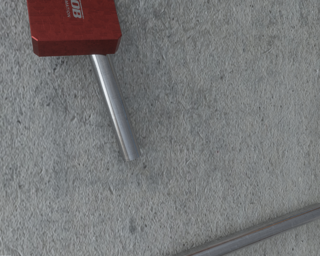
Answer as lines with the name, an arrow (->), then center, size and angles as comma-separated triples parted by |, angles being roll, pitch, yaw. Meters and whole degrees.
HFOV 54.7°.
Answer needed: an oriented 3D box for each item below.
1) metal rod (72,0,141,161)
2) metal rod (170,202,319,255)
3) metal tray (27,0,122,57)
metal rod -> -0.076, -0.102, 0.361 | 0.025, 0.025, 0.298 | -21, 105, -19
metal rod -> 0.124, 0.163, 0.456 | 0.303, 0.025, 0.025 | -12, 94, -20
metal tray -> -0.101, -0.145, 0.346 | 0.091, 0.030, 0.129 | -8, 72, -20
